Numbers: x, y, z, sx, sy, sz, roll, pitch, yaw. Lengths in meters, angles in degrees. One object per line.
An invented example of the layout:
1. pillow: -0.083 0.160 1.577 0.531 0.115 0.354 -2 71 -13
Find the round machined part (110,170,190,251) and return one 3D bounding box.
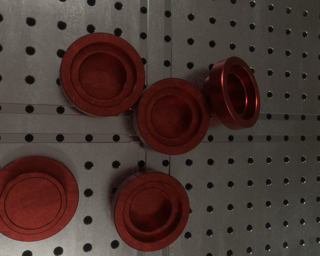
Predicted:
1. round machined part: -0.015 0.103 0.399 0.099 0.042 0.097 0 90 -21

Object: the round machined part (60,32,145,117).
1. round machined part: -0.071 -0.062 0.378 0.099 0.042 0.097 0 90 -21

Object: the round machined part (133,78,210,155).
1. round machined part: 0.012 -0.014 0.408 0.099 0.042 0.097 0 90 -19

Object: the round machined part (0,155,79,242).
1. round machined part: -0.143 0.081 0.351 0.099 0.042 0.097 0 90 -21

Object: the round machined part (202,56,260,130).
1. round machined part: 0.095 -0.045 0.427 0.099 0.042 0.098 13 72 -44
